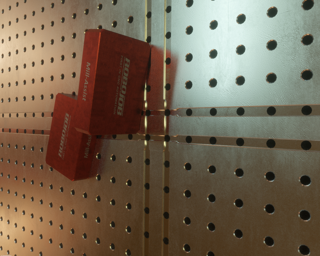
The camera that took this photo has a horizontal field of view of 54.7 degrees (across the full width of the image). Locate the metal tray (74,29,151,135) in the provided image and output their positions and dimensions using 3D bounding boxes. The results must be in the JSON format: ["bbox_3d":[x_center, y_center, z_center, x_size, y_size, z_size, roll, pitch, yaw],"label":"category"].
[{"bbox_3d":[-0.061,-0.057,0.415,0.030,0.091,0.129,14,99,39],"label":"metal tray"}]

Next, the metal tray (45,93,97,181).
[{"bbox_3d":[-0.149,0.013,0.526,0.090,0.030,0.129,21,103,37],"label":"metal tray"}]
